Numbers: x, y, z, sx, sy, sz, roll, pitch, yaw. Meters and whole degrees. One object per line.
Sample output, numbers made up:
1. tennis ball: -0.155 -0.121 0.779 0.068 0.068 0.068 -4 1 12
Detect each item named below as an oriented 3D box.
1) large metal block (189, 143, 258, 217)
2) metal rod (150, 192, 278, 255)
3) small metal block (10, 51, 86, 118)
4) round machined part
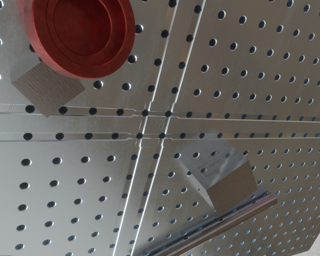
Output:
1. large metal block: 0.106 0.086 0.508 0.080 0.050 0.080 -33 129 -7
2. metal rod: 0.095 0.197 0.587 0.302 0.025 0.025 -22 127 -15
3. small metal block: -0.115 -0.048 0.320 0.050 0.025 0.050 -37 130 -3
4. round machined part: -0.075 -0.095 0.287 0.099 0.042 0.097 -8 103 -40
